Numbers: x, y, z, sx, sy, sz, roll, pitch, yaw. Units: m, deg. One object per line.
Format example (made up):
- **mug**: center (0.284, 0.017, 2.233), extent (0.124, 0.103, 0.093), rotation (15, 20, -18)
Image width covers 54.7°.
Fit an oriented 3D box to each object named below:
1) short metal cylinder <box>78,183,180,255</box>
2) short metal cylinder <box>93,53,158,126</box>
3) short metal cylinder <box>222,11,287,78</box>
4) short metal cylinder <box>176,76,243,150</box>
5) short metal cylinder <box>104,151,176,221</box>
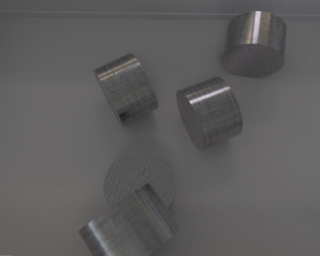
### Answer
- **short metal cylinder**: center (-0.028, 0.096, 0.293), extent (0.080, 0.080, 0.050), rotation (-34, 79, -11)
- **short metal cylinder**: center (-0.044, -0.049, 0.398), extent (0.050, 0.080, 0.080), rotation (-28, 73, -10)
- **short metal cylinder**: center (0.128, -0.111, 0.422), extent (0.080, 0.080, 0.050), rotation (11, 71, 4)
- **short metal cylinder**: center (0.060, -0.019, 0.387), extent (0.050, 0.080, 0.080), rotation (-22, 72, -8)
- **short metal cylinder**: center (-0.023, 0.072, 0.370), extent (0.081, 0.050, 0.080), rotation (0, 70, 0)
